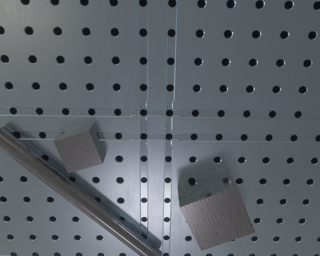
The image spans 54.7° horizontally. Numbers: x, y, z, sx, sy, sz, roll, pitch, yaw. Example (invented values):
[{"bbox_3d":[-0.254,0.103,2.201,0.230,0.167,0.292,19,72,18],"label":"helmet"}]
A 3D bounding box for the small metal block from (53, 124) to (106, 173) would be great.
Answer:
[{"bbox_3d":[-0.109,0.028,0.423,0.050,0.025,0.050,-16,110,5],"label":"small metal block"}]

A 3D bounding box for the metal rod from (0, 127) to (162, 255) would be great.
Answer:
[{"bbox_3d":[-0.112,0.106,0.451,0.300,0.025,0.025,43,105,-14],"label":"metal rod"}]

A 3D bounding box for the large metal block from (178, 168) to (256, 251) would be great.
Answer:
[{"bbox_3d":[0.079,0.116,0.444,0.080,0.050,0.080,-22,109,8],"label":"large metal block"}]
